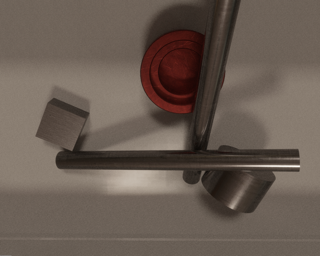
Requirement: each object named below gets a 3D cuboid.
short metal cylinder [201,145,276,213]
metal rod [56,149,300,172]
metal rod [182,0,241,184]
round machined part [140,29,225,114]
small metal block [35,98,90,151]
[{"bbox_3d":[0.102,0.065,0.408,0.080,0.080,0.050,23,108,-9],"label":"short metal cylinder"},{"bbox_3d":[0.007,0.040,0.382,0.301,0.025,0.025,-2,111,17],"label":"metal rod"},{"bbox_3d":[0.050,-0.034,0.333,0.025,0.025,0.298,2,136,-1],"label":"metal rod"},{"bbox_3d":[0.026,-0.070,0.377,0.099,0.042,0.097,0,110,-1],"label":"round machined part"},{"bbox_3d":[-0.128,-0.005,0.408,0.050,0.025,0.050,24,108,-9],"label":"small metal block"}]
